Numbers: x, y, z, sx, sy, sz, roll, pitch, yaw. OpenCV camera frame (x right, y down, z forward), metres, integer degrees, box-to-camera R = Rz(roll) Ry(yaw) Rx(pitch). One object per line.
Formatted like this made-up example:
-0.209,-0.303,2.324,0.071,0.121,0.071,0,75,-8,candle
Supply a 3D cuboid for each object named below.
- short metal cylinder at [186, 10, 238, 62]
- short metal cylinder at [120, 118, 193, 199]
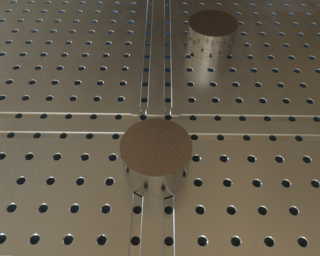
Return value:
0.087,-0.156,0.524,0.081,0.050,0.080,0,50,0,short metal cylinder
-0.004,0.035,0.362,0.081,0.050,0.080,0,50,0,short metal cylinder
